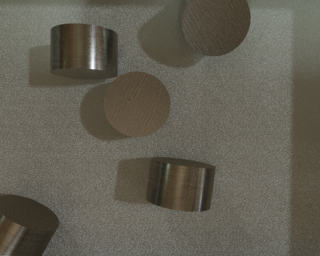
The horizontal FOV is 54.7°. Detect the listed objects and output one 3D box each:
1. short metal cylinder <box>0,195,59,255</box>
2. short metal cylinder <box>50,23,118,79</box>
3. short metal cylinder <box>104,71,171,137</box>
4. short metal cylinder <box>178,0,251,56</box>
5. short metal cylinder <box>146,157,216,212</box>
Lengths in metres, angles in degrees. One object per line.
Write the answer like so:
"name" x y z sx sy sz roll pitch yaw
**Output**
"short metal cylinder" -0.174 0.125 0.383 0.080 0.080 0.050 29 90 0
"short metal cylinder" -0.093 -0.091 0.383 0.081 0.080 0.050 1 90 0
"short metal cylinder" -0.027 -0.029 0.398 0.081 0.050 0.080 0 90 0
"short metal cylinder" 0.065 -0.135 0.384 0.081 0.050 0.079 -1 117 -2
"short metal cylinder" 0.026 0.067 0.384 0.080 0.080 0.050 8 90 0
